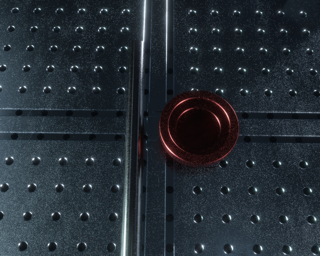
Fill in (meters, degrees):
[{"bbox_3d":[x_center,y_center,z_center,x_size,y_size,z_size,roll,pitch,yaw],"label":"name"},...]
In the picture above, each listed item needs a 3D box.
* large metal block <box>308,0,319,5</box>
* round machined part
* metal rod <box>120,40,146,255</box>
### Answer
[{"bbox_3d":[0.268,-0.244,0.490,0.080,0.050,0.080,27,72,9],"label":"large metal block"},{"bbox_3d":[0.048,0.004,0.402,0.099,0.042,0.098,0,70,0],"label":"round machined part"},{"bbox_3d":[-0.034,0.018,0.404,0.025,0.025,0.299,0,70,0],"label":"metal rod"}]
